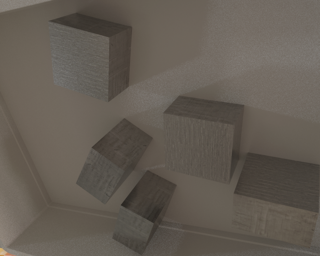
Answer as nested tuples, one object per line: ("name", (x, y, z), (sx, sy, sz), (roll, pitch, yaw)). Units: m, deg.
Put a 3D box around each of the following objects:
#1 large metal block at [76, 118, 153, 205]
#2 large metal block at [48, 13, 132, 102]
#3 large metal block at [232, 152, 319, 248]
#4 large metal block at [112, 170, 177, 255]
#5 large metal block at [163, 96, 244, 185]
("large metal block", (-0.063, 0.045, 0.433), (0.050, 0.080, 0.079), (35, 129, 5))
("large metal block", (-0.084, -0.088, 0.381), (0.080, 0.050, 0.079), (19, 126, 16))
("large metal block", (0.132, 0.077, 0.351), (0.080, 0.080, 0.050), (9, 122, 23))
("large metal block", (-0.023, 0.124, 0.460), (0.050, 0.080, 0.079), (26, 127, 12))
("large metal block", (0.052, 0.013, 0.372), (0.080, 0.050, 0.079), (11, 123, 22))
